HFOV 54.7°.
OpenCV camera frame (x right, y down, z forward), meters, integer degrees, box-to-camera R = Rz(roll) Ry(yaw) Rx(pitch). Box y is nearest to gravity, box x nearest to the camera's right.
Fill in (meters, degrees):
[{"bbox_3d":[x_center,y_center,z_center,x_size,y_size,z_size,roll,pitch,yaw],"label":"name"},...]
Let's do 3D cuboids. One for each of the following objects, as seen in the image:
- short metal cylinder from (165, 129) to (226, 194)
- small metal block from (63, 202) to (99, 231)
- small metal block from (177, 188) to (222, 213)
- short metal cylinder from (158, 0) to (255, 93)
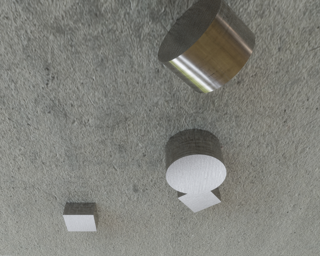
[{"bbox_3d":[0.048,0.047,0.432,0.081,0.050,0.079,0,130,0],"label":"short metal cylinder"},{"bbox_3d":[-0.136,0.155,0.537,0.050,0.025,0.050,0,130,-1],"label":"small metal block"},{"bbox_3d":[0.063,0.106,0.498,0.050,0.025,0.050,-29,125,22],"label":"small metal block"},{"bbox_3d":[0.044,-0.081,0.303,0.050,0.080,0.080,36,121,-27],"label":"short metal cylinder"}]
